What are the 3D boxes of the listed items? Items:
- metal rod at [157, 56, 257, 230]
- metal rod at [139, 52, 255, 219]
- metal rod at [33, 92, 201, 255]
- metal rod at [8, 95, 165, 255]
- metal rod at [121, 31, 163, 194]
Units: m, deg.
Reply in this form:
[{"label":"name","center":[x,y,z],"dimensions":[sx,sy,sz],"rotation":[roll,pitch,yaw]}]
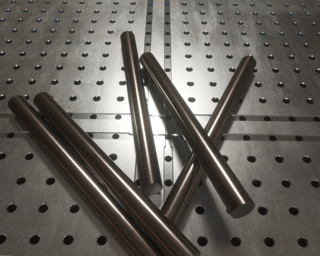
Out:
[{"label":"metal rod","center":[0.075,-0.003,0.410],"dimensions":[0.025,0.025,0.301],"rotation":[21,53,16]},{"label":"metal rod","center":[0.029,-0.017,0.397],"dimensions":[0.025,0.025,0.300],"rotation":[-15,44,-13]},{"label":"metal rod","center":[-0.070,0.040,0.358],"dimensions":[0.025,0.025,0.300],"rotation":[-33,54,-25]},{"label":"metal rod","center":[-0.099,0.050,0.364],"dimensions":[0.025,0.025,0.300],"rotation":[-35,59,-26]},{"label":"metal rod","center":[-0.033,-0.045,0.444],"dimensions":[0.025,0.025,0.300],"rotation":[-7,50,-6]}]
